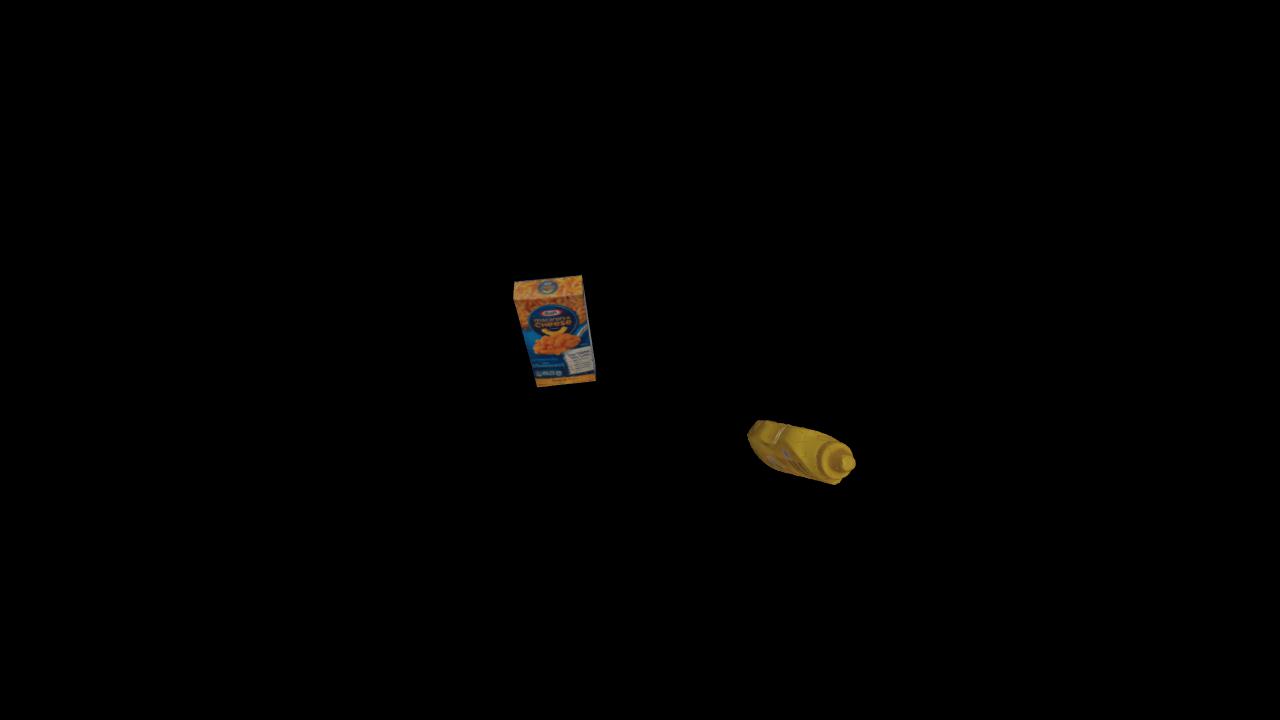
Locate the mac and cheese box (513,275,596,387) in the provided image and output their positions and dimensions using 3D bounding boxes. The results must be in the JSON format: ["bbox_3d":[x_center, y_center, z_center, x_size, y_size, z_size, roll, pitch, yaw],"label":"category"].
[{"bbox_3d":[-0.115,-0.035,0.864,0.093,0.041,0.184,-5,-40,0],"label":"mac and cheese box"}]

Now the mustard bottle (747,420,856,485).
[{"bbox_3d":[0.206,0.116,0.757,0.092,0.054,0.184,45,-11,-8],"label":"mustard bottle"}]
